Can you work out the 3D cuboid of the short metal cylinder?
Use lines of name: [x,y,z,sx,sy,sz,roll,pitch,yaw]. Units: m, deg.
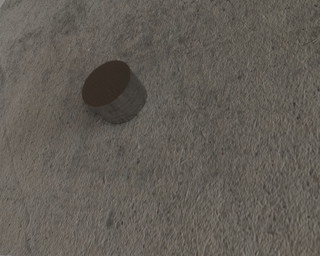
short metal cylinder: [-0.066,-0.052,0.456,0.080,0.050,0.080,-13,56,21]
